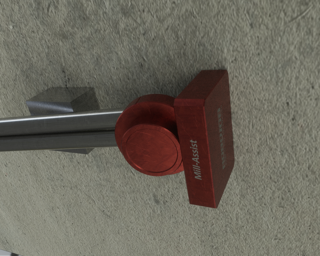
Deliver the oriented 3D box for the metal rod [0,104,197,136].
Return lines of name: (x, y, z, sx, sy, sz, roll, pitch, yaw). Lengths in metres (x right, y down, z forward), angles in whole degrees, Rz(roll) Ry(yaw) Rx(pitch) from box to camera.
metal rod: (-0.091, -0.010, 0.390, 0.301, 0.025, 0.025, -4, 117, 15)

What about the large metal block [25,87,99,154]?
large metal block: (-0.133, -0.012, 0.448, 0.080, 0.050, 0.079, 3, 120, 26)

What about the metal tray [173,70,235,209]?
metal tray: (0.054, 0.011, 0.343, 0.030, 0.090, 0.129, 4, 120, 26)

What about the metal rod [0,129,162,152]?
metal rod: (-0.087, 0.014, 0.403, 0.301, 0.025, 0.025, -3, 118, 15)

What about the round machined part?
round machined part: (-0.004, 0.015, 0.344, 0.098, 0.042, 0.097, 7, 122, 11)
